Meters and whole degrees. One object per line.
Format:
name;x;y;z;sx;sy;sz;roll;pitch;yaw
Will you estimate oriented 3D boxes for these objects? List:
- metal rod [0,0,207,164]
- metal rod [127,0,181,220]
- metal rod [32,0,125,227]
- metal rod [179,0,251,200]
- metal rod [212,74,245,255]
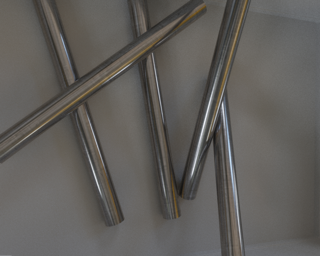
metal rod;-0.060;-0.065;0.360;0.301;0.025;0.025;-40;103;-16
metal rod;-0.007;-0.029;0.407;0.025;0.025;0.298;-10;94;-20
metal rod;-0.098;-0.025;0.373;0.025;0.025;0.298;-19;96;-19
metal rod;0.066;-0.044;0.372;0.025;0.025;0.298;4;113;-20
metal rod;0.080;0.059;0.374;0.025;0.025;0.299;11;61;-20
